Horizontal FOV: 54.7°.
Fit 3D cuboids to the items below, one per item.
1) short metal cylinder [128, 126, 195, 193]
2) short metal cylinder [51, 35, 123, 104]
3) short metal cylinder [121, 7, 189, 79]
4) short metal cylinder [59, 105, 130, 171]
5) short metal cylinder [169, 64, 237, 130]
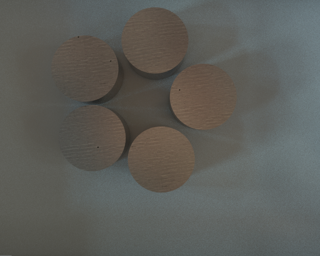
[{"bbox_3d":[0.002,0.038,0.397,0.081,0.050,0.080,0,90,0],"label":"short metal cylinder"},{"bbox_3d":[-0.090,-0.071,0.396,0.081,0.050,0.080,0,90,0],"label":"short metal cylinder"},{"bbox_3d":[-0.006,-0.105,0.397,0.081,0.050,0.080,0,90,0],"label":"short metal cylinder"},{"bbox_3d":[-0.081,0.012,0.396,0.081,0.050,0.080,0,90,0],"label":"short metal cylinder"},{"bbox_3d":[0.052,-0.038,0.397,0.081,0.050,0.080,0,90,0],"label":"short metal cylinder"}]
